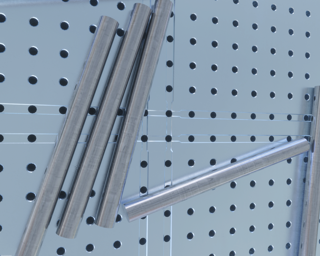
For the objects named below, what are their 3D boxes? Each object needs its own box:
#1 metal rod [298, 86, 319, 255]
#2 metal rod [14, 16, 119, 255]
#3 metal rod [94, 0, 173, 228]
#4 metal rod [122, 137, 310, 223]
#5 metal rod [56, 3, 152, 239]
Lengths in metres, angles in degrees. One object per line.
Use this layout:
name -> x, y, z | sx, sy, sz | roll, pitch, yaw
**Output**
metal rod -> 0.251, 0.081, 0.504 | 0.025, 0.025, 0.299 | 7, 88, -20
metal rod -> -0.109, 0.007, 0.372 | 0.025, 0.025, 0.299 | 20, 83, -19
metal rod -> -0.032, -0.023, 0.400 | 0.025, 0.025, 0.299 | 17, 84, -19
metal rod -> 0.093, 0.068, 0.446 | 0.302, 0.025, 0.025 | -17, 96, -19
metal rod -> -0.067, -0.014, 0.387 | 0.025, 0.025, 0.299 | 20, 83, -19
